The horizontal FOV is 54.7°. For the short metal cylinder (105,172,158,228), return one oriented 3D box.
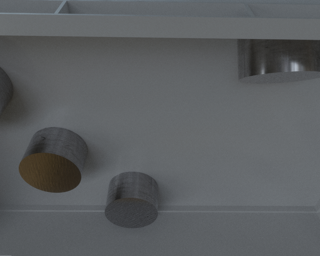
[{"bbox_3d":[-0.043,0.114,0.489,0.081,0.050,0.079,0,130,0],"label":"short metal cylinder"}]

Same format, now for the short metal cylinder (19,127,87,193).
[{"bbox_3d":[-0.145,0.045,0.429,0.081,0.050,0.079,0,130,0],"label":"short metal cylinder"}]

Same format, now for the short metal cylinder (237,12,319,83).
[{"bbox_3d":[0.117,-0.074,0.302,0.080,0.080,0.050,-2,91,1],"label":"short metal cylinder"}]

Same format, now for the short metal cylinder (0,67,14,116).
[{"bbox_3d":[-0.221,-0.038,0.358,0.081,0.050,0.079,0,130,0],"label":"short metal cylinder"}]
